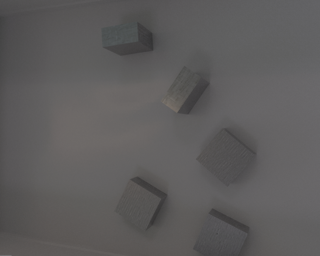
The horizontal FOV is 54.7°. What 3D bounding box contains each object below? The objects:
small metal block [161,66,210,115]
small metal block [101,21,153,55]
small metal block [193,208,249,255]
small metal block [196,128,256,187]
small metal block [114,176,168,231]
[{"bbox_3d":[0.033,-0.045,0.386,0.025,0.050,0.050,37,102,16],"label":"small metal block"},{"bbox_3d":[-0.042,-0.117,0.412,0.050,0.050,0.025,-4,89,20],"label":"small metal block"},{"bbox_3d":[0.076,0.136,0.384,0.050,0.025,0.050,24,98,18],"label":"small metal block"},{"bbox_3d":[0.082,0.035,0.382,0.050,0.025,0.050,41,103,15],"label":"small metal block"},{"bbox_3d":[-0.026,0.102,0.420,0.050,0.025,0.050,28,99,17],"label":"small metal block"}]
